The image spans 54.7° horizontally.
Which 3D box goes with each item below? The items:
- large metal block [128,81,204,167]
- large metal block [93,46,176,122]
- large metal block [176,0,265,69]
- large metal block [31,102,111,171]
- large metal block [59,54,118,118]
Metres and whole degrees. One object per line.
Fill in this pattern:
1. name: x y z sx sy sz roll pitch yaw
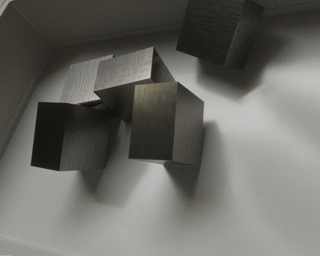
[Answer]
1. large metal block: 0.011 0.000 0.351 0.050 0.080 0.080 -1 79 27
2. large metal block: -0.029 -0.055 0.418 0.080 0.080 0.050 -10 57 23
3. large metal block: 0.076 -0.128 0.404 0.080 0.050 0.079 30 113 37
4. large metal block: -0.114 0.012 0.405 0.050 0.080 0.080 4 87 30
5. large metal block: -0.099 -0.058 0.476 0.080 0.050 0.080 -8 58 24
